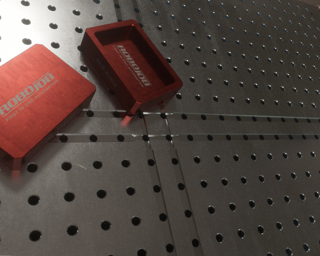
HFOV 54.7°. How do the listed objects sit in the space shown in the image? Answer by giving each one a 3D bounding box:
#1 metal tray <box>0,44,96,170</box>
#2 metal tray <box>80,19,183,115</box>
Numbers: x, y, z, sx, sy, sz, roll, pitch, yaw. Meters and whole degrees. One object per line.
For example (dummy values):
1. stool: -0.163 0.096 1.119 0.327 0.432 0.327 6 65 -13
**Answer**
1. metal tray: -0.146 -0.029 0.344 0.090 0.030 0.130 38 51 -3
2. metal tray: -0.039 -0.090 0.440 0.091 0.030 0.130 -28 77 -38
